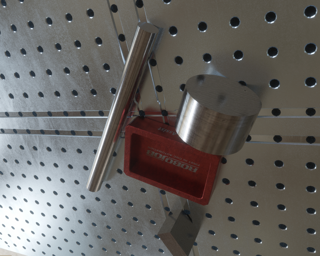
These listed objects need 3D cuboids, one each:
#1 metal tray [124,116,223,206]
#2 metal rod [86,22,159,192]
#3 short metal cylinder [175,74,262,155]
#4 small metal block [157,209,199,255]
[{"bbox_3d":[0.015,0.044,0.425,0.130,0.030,0.089,18,126,17],"label":"metal tray"},{"bbox_3d":[-0.063,-0.007,0.438,0.025,0.025,0.298,31,128,7],"label":"metal rod"},{"bbox_3d":[0.061,-0.016,0.333,0.080,0.080,0.050,24,127,13],"label":"short metal cylinder"},{"bbox_3d":[0.029,0.163,0.479,0.025,0.050,0.050,-24,106,36],"label":"small metal block"}]
